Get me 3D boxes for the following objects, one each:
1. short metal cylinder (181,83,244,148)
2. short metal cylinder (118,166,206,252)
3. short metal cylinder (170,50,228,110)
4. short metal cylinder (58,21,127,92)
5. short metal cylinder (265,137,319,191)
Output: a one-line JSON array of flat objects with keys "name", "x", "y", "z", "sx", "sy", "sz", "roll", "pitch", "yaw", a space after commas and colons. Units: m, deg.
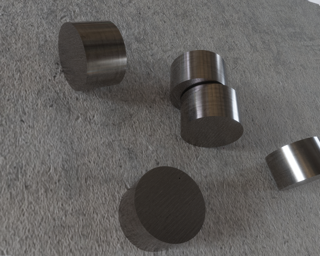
[{"name": "short metal cylinder", "x": 0.067, "y": -0.014, "z": 0.413, "sx": 0.081, "sy": 0.080, "sz": 0.050, "roll": 15, "pitch": 56, "yaw": -20}, {"name": "short metal cylinder", "x": 0.001, "y": 0.088, "z": 0.335, "sx": 0.081, "sy": 0.050, "sz": 0.080, "roll": 14, "pitch": 56, "yaw": -21}, {"name": "short metal cylinder", "x": 0.054, "y": -0.063, "z": 0.436, "sx": 0.081, "sy": 0.080, "sz": 0.050, "roll": 15, "pitch": 56, "yaw": -20}, {"name": "short metal cylinder", "x": -0.084, "y": -0.088, "z": 0.377, "sx": 0.050, "sy": 0.080, "sz": 0.080, "roll": -17, "pitch": 71, "yaw": -35}, {"name": "short metal cylinder", "x": 0.200, "y": 0.053, "z": 0.444, "sx": 0.081, "sy": 0.080, "sz": 0.050, "roll": -5, "pitch": 64, "yaw": -30}]
